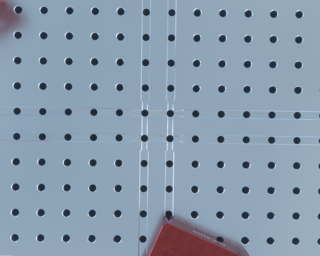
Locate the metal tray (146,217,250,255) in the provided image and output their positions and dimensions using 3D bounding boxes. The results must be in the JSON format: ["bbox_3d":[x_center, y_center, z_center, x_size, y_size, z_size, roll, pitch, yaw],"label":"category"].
[{"bbox_3d":[0.047,0.187,0.411,0.130,0.030,0.090,24,90,0],"label":"metal tray"}]
